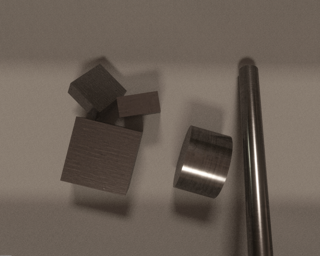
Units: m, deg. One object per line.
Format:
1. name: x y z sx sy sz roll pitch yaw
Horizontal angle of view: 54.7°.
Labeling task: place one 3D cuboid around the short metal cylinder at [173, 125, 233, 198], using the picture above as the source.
1. short metal cylinder: 0.052 0.042 0.385 0.050 0.080 0.080 16 90 0

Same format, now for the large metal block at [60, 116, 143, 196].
1. large metal block: -0.072 0.034 0.398 0.080 0.050 0.080 14 90 -1

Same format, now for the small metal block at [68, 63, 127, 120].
1. small metal block: -0.080 -0.047 0.399 0.050 0.025 0.050 46 57 0

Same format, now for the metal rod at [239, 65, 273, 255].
1. metal rod: 0.108 0.058 0.351 0.025 0.025 0.299 5 65 0

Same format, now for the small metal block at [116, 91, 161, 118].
1. small metal block: -0.026 -0.029 0.399 0.050 0.050 0.025 -9 90 0
